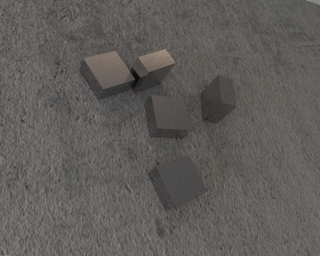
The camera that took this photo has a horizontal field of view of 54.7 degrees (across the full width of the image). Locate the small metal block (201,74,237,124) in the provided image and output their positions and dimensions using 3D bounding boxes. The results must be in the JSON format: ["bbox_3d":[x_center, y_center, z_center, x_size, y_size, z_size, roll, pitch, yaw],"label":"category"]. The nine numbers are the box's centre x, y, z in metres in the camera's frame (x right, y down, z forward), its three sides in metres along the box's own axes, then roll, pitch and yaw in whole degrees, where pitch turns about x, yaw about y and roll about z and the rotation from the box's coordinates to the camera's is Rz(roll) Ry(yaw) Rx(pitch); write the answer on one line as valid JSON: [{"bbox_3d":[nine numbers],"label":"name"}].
[{"bbox_3d":[0.085,-0.042,0.459,0.025,0.050,0.050,14,56,-21],"label":"small metal block"}]

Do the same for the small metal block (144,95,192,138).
[{"bbox_3d":[0.010,-0.014,0.418,0.050,0.025,0.050,3,60,-27],"label":"small metal block"}]

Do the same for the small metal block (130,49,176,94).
[{"bbox_3d":[-0.014,-0.078,0.428,0.050,0.050,0.025,-27,77,-37],"label":"small metal block"}]

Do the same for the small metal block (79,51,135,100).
[{"bbox_3d":[-0.070,-0.070,0.409,0.050,0.025,0.050,-25,75,-37],"label":"small metal block"}]

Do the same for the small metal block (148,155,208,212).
[{"bbox_3d":[0.021,0.066,0.375,0.050,0.025,0.050,-14,69,-34],"label":"small metal block"}]
